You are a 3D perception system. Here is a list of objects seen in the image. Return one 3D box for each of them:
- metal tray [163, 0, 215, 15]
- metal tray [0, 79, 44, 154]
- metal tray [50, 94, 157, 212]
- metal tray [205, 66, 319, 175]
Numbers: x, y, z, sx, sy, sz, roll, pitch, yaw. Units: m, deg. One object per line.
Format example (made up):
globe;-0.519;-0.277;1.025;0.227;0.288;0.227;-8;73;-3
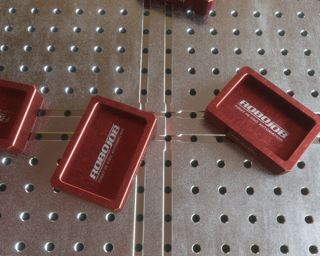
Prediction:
metal tray;0.034;-0.245;0.498;0.131;0.030;0.090;22;71;7
metal tray;-0.237;-0.023;0.414;0.131;0.030;0.090;12;70;4
metal tray;-0.068;0.031;0.396;0.090;0.030;0.130;20;71;6
metal tray;0.137;-0.012;0.414;0.130;0.030;0.090;40;74;13
